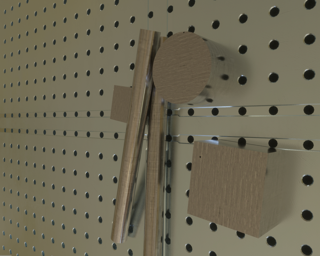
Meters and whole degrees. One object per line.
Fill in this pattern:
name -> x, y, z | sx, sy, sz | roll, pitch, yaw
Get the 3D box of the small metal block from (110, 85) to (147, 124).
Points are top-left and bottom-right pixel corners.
small metal block -> -0.043, -0.033, 0.445 | 0.050, 0.025, 0.050 | 14, 99, 39

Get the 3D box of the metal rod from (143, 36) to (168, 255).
metal rod -> -0.005, 0.031, 0.413 | 0.025, 0.025, 0.298 | 4, 92, 40

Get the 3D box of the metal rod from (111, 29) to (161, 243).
metal rod -> -0.036, 0.022, 0.417 | 0.025, 0.025, 0.298 | 23, 111, 37

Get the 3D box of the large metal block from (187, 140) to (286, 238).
large metal block -> 0.080, 0.058, 0.327 | 0.080, 0.050, 0.079 | 8, 95, 39

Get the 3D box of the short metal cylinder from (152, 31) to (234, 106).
short metal cylinder -> 0.038, -0.066, 0.362 | 0.080, 0.050, 0.079 | 0, 90, 40
